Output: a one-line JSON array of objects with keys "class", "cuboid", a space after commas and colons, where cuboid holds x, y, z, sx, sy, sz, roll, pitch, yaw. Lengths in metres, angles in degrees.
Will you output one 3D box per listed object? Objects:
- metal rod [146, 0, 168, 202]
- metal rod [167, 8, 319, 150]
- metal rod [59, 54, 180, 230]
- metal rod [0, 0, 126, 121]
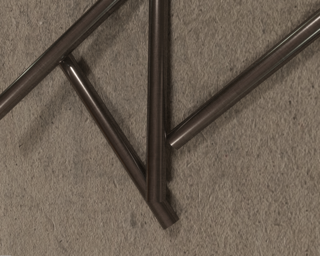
[{"class": "metal rod", "cuboid": [-0.003, -0.058, 0.397, 0.025, 0.025, 0.298, -1, 85, 19]}, {"class": "metal rod", "cuboid": [0.127, -0.074, 0.364, 0.300, 0.025, 0.025, -40, 78, 15]}, {"class": "metal rod", "cuboid": [-0.068, 0.004, 0.431, 0.025, 0.025, 0.299, -38, 78, 16]}, {"class": "metal rod", "cuboid": [-0.132, -0.115, 0.429, 0.300, 0.025, 0.025, -42, 77, 5]}]
